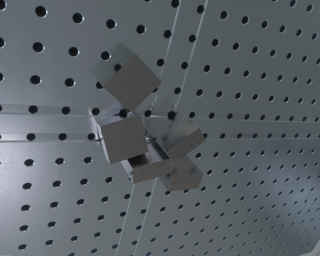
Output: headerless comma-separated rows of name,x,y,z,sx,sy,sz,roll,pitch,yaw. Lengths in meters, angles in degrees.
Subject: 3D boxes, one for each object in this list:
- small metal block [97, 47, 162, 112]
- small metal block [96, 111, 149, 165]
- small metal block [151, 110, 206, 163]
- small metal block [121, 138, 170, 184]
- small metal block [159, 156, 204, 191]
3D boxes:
small metal block,-0.035,-0.055,0.358,0.050,0.025,0.050,-45,129,3
small metal block,-0.046,0.011,0.384,0.050,0.025,0.050,-18,109,-18
small metal block,0.024,0.011,0.414,0.050,0.050,0.025,-36,129,-4
small metal block,-0.021,0.042,0.409,0.050,0.050,0.025,-13,125,-21
small metal block,0.026,0.064,0.448,0.050,0.050,0.025,1,118,-29
